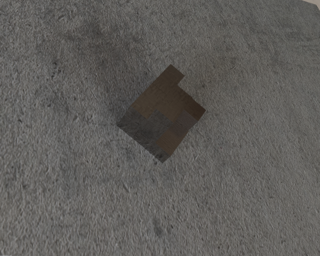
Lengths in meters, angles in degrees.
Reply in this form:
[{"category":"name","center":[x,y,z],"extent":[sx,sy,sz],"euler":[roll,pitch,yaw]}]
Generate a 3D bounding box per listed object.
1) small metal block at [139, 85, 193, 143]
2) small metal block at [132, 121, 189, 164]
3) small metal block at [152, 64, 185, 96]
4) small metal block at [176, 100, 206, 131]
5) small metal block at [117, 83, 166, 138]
[{"category":"small metal block","center":[0.007,-0.017,0.372],"extent":[0.025,0.050,0.050],"euler":[40,51,-2]},{"category":"small metal block","center":[0.001,0.009,0.402],"extent":[0.050,0.025,0.050],"euler":[40,51,-1]},{"category":"small metal block","center":[0.002,-0.052,0.423],"extent":[0.025,0.050,0.050],"euler":[40,51,-2]},{"category":"small metal block","center":[0.025,-0.020,0.416],"extent":[0.050,0.050,0.025],"euler":[40,51,-2]},{"category":"small metal block","center":[-0.023,-0.021,0.391],"extent":[0.025,0.050,0.050],"euler":[40,51,-2]}]
